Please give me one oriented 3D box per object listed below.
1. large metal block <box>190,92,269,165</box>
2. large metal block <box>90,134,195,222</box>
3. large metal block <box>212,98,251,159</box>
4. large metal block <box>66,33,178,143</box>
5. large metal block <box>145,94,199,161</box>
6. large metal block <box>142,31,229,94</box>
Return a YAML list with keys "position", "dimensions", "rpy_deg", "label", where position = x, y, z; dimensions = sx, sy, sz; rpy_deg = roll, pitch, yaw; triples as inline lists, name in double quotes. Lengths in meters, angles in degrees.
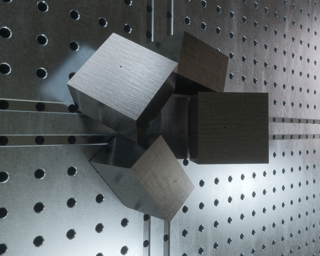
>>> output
- position: [0.079, 0.000, 0.368]
  dimensions: [0.080, 0.050, 0.080]
  rpy_deg: [0, 89, -6]
  label: "large metal block"
- position: [-0.020, 0.053, 0.354]
  dimensions: [0.050, 0.080, 0.080]
  rpy_deg: [-48, 119, -30]
  label: "large metal block"
- position: [0.089, 0.000, 0.436]
  dimensions: [0.050, 0.080, 0.080]
  rpy_deg: [0, 90, -2]
  label: "large metal block"
- position: [-0.037, -0.044, 0.333]
  dimensions: [0.080, 0.080, 0.050]
  rpy_deg: [-56, 167, -25]
  label: "large metal block"
- position: [0.016, -0.001, 0.405]
  dimensions: [0.081, 0.050, 0.080]
  rpy_deg: [1, 90, -40]
  label: "large metal block"
- position: [0.027, -0.075, 0.395]
  dimensions: [0.080, 0.080, 0.050]
  rpy_deg: [17, 79, -39]
  label: "large metal block"
